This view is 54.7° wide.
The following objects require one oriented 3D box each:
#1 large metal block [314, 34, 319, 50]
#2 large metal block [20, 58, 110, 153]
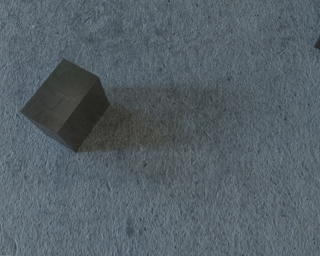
[{"bbox_3d":[0.287,-0.144,0.449,0.080,0.050,0.080,29,72,10],"label":"large metal block"},{"bbox_3d":[-0.112,-0.025,0.387,0.050,0.080,0.080,29,73,10],"label":"large metal block"}]
